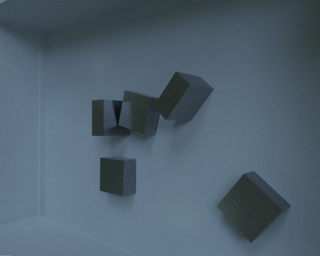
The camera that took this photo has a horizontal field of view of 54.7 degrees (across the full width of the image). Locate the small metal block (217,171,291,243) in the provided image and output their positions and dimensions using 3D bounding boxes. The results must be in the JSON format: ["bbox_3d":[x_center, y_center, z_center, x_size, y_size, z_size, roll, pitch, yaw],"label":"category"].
[{"bbox_3d":[0.097,0.082,0.326,0.050,0.025,0.050,47,117,29],"label":"small metal block"}]

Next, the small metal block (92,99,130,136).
[{"bbox_3d":[-0.070,-0.014,0.446,0.025,0.050,0.050,0,90,40],"label":"small metal block"}]

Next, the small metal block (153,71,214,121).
[{"bbox_3d":[0.028,-0.036,0.366,0.025,0.050,0.050,48,118,29],"label":"small metal block"}]

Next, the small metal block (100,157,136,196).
[{"bbox_3d":[-0.062,0.069,0.456,0.050,0.025,0.050,1,91,39],"label":"small metal block"}]

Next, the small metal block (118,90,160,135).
[{"bbox_3d":[-0.027,-0.022,0.427,0.050,0.025,0.050,19,102,38],"label":"small metal block"}]
